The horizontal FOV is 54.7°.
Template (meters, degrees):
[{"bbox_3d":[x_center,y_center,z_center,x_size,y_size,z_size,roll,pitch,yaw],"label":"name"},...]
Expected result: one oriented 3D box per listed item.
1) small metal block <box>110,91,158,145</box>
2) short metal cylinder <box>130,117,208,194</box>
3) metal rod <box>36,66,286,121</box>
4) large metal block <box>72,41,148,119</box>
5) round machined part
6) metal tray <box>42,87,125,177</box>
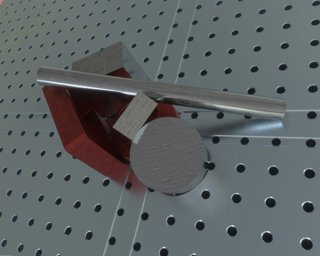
[{"bbox_3d":[-0.031,-0.010,0.357,0.025,0.050,0.050,35,76,-5],"label":"small metal block"},{"bbox_3d":[0.012,0.033,0.349,0.080,0.050,0.080,-3,74,12],"label":"short metal cylinder"},{"bbox_3d":[-0.007,-0.044,0.376,0.301,0.025,0.025,9,65,10],"label":"metal rod"},{"bbox_3d":[-0.069,-0.066,0.446,0.080,0.080,0.050,-19,55,16],"label":"large metal block"},{"bbox_3d":[-0.024,-0.003,0.414,0.098,0.042,0.098,-13,56,20],"label":"round machined part"},{"bbox_3d":[-0.105,-0.003,0.421,0.030,0.090,0.130,-38,51,3],"label":"metal tray"}]
